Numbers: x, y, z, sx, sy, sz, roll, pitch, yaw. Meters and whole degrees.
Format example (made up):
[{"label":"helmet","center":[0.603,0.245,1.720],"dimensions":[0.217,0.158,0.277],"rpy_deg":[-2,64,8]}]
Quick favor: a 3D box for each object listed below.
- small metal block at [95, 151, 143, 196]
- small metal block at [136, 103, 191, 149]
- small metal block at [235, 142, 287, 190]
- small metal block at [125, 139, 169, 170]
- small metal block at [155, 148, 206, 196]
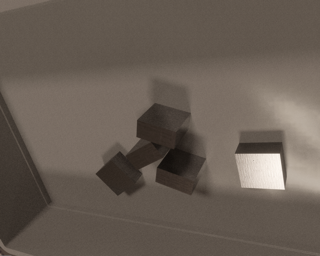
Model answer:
[{"label":"small metal block","center":[-0.065,0.072,0.485],"dimensions":[0.050,0.025,0.050],"rpy_deg":[46,129,-5]},{"label":"small metal block","center":[0.005,-0.004,0.386],"dimensions":[0.050,0.050,0.025],"rpy_deg":[17,125,18]},{"label":"small metal block","center":[0.122,0.045,0.372],"dimensions":[0.050,0.025,0.050],"rpy_deg":[-3,117,29]},{"label":"small metal block","center":[-0.010,0.024,0.412],"dimensions":[0.050,0.050,0.025],"rpy_deg":[-30,102,37]},{"label":"small metal block","center":[0.028,0.056,0.411],"dimensions":[0.050,0.050,0.025],"rpy_deg":[18,125,17]}]
